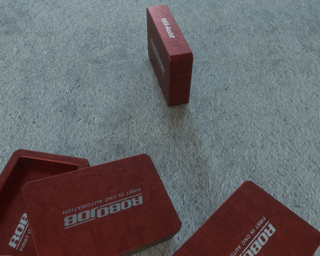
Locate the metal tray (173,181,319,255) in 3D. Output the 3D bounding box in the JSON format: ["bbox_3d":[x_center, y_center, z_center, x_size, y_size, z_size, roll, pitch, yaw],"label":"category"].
[{"bbox_3d":[0.080,0.123,0.297,0.131,0.030,0.090,-37,59,-27],"label":"metal tray"}]

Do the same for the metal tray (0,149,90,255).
[{"bbox_3d":[-0.135,0.087,0.325,0.090,0.030,0.130,8,50,6],"label":"metal tray"}]

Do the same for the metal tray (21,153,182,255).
[{"bbox_3d":[-0.056,0.083,0.302,0.131,0.030,0.090,-12,59,-27],"label":"metal tray"}]

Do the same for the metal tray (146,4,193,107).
[{"bbox_3d":[0.011,-0.106,0.449,0.030,0.090,0.130,-11,51,-9],"label":"metal tray"}]
